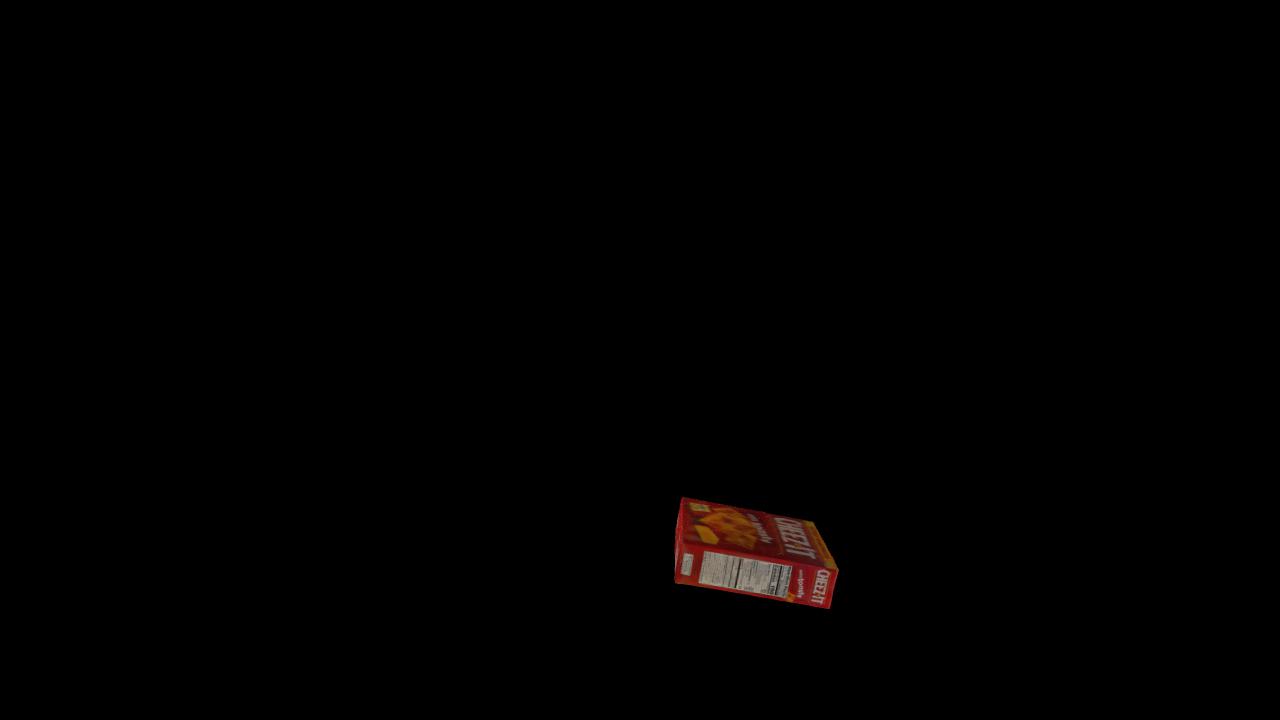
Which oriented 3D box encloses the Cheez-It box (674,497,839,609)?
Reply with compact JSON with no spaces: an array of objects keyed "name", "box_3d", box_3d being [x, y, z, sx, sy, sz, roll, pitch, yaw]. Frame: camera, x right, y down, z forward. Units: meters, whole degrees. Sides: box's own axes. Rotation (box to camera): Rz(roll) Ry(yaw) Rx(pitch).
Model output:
[{"name":"Cheez-It box","box_3d":[0.165,0.285,0.925,0.223,0.071,0.166,10,10,2]}]
